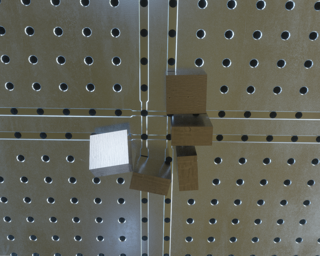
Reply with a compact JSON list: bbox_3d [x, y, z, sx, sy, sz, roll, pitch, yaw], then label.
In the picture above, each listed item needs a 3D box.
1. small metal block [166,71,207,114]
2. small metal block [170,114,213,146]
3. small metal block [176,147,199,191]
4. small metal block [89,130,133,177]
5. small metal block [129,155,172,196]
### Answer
[{"bbox_3d":[0.033,-0.046,0.397,0.050,0.025,0.050,-1,110,0],"label":"small metal block"},{"bbox_3d":[0.039,0.001,0.401,0.050,0.050,0.025,0,110,0],"label":"small metal block"},{"bbox_3d":[0.036,0.050,0.419,0.025,0.050,0.050,-4,110,2],"label":"small metal block"},{"bbox_3d":[-0.064,0.033,0.409,0.050,0.050,0.025,-9,147,3],"label":"small metal block"},{"bbox_3d":[-0.013,0.064,0.423,0.050,0.050,0.025,12,110,-5],"label":"small metal block"}]
